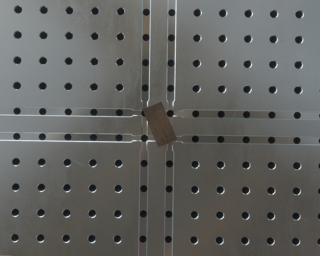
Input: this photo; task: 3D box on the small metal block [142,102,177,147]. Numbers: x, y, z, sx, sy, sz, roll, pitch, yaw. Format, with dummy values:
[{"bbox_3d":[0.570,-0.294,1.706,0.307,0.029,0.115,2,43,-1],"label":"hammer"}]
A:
[{"bbox_3d":[0.000,-0.004,0.401,0.025,0.050,0.050,-22,90,0],"label":"small metal block"}]
